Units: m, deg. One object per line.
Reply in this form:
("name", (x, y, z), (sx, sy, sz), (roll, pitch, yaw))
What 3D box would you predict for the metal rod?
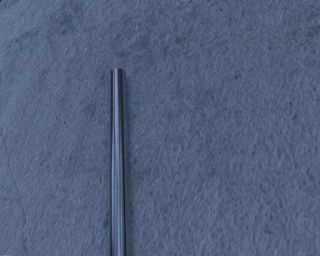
("metal rod", (-0.054, 0.039, 0.406), (0.025, 0.025, 0.299), (-18, 55, 18))
